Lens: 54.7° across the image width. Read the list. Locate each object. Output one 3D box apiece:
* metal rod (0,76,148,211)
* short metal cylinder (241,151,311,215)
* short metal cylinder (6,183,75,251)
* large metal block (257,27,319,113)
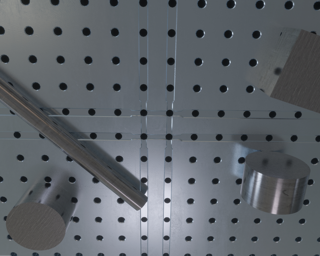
[{"bbox_3d":[-0.134,0.013,0.416,0.300,0.025,0.025,42,105,-14],"label":"metal rod"},{"bbox_3d":[0.151,0.070,0.411,0.081,0.080,0.050,2,110,-1],"label":"short metal cylinder"},{"bbox_3d":[-0.169,0.126,0.445,0.081,0.050,0.079,0,110,0],"label":"short metal cylinder"},{"bbox_3d":[0.179,-0.069,0.376,0.080,0.050,0.079,17,109,-7],"label":"large metal block"}]
